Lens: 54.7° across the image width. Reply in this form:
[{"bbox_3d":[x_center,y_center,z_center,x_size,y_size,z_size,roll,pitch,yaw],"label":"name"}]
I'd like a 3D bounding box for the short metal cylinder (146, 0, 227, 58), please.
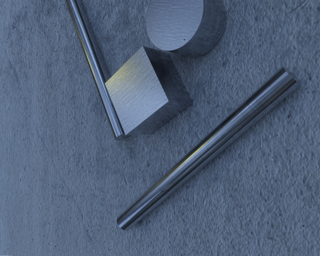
[{"bbox_3d":[0.030,-0.126,0.364,0.080,0.050,0.079,0,90,40],"label":"short metal cylinder"}]

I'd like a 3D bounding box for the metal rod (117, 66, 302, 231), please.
[{"bbox_3d":[0.038,0.043,0.373,0.299,0.025,0.025,-46,63,30],"label":"metal rod"}]

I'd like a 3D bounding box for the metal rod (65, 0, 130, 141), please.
[{"bbox_3d":[-0.108,-0.119,0.493,0.025,0.025,0.299,-35,69,34],"label":"metal rod"}]

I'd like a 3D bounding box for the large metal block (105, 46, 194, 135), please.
[{"bbox_3d":[-0.016,-0.045,0.402,0.080,0.050,0.080,-37,68,34],"label":"large metal block"}]
